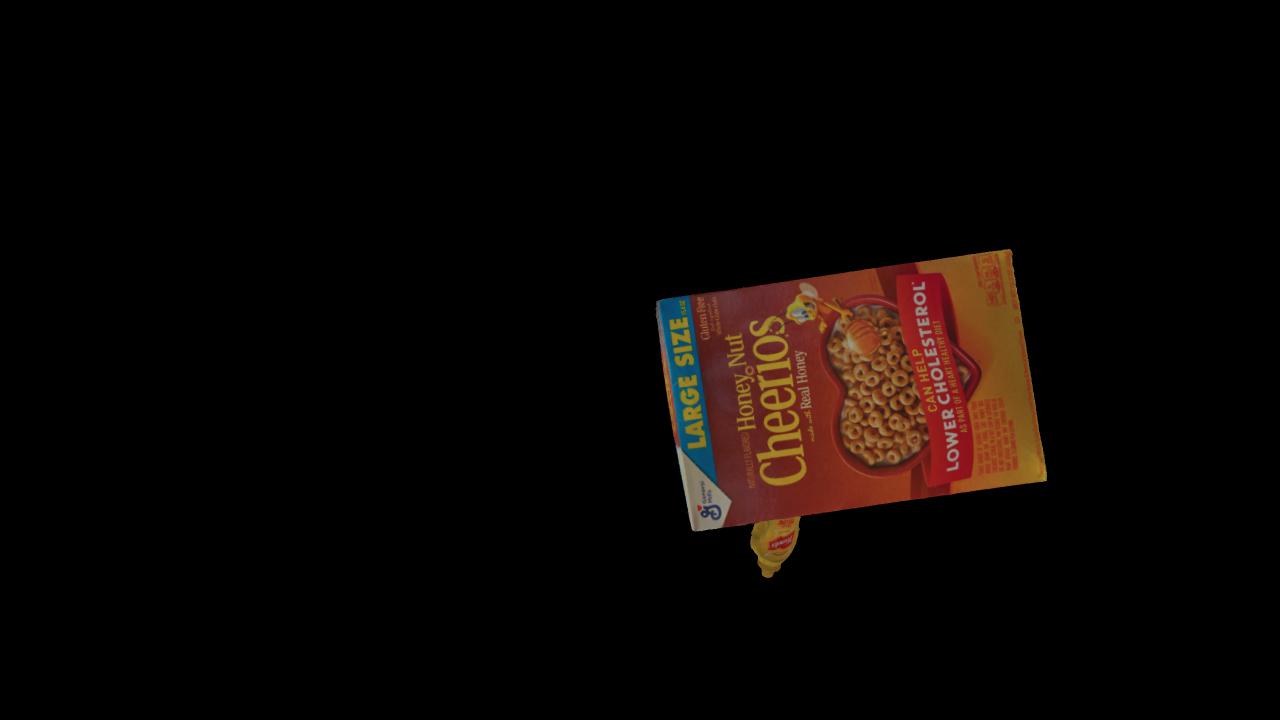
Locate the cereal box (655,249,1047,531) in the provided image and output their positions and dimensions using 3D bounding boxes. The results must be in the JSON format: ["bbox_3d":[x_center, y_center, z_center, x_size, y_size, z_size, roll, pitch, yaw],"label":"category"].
[{"bbox_3d":[0.177,0.026,0.548,0.306,0.203,0.081,-8,-1,0],"label":"cereal box"}]

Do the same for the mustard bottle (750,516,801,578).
[{"bbox_3d":[0.240,0.306,1.090,0.092,0.184,0.054,-4,21,-29],"label":"mustard bottle"}]
